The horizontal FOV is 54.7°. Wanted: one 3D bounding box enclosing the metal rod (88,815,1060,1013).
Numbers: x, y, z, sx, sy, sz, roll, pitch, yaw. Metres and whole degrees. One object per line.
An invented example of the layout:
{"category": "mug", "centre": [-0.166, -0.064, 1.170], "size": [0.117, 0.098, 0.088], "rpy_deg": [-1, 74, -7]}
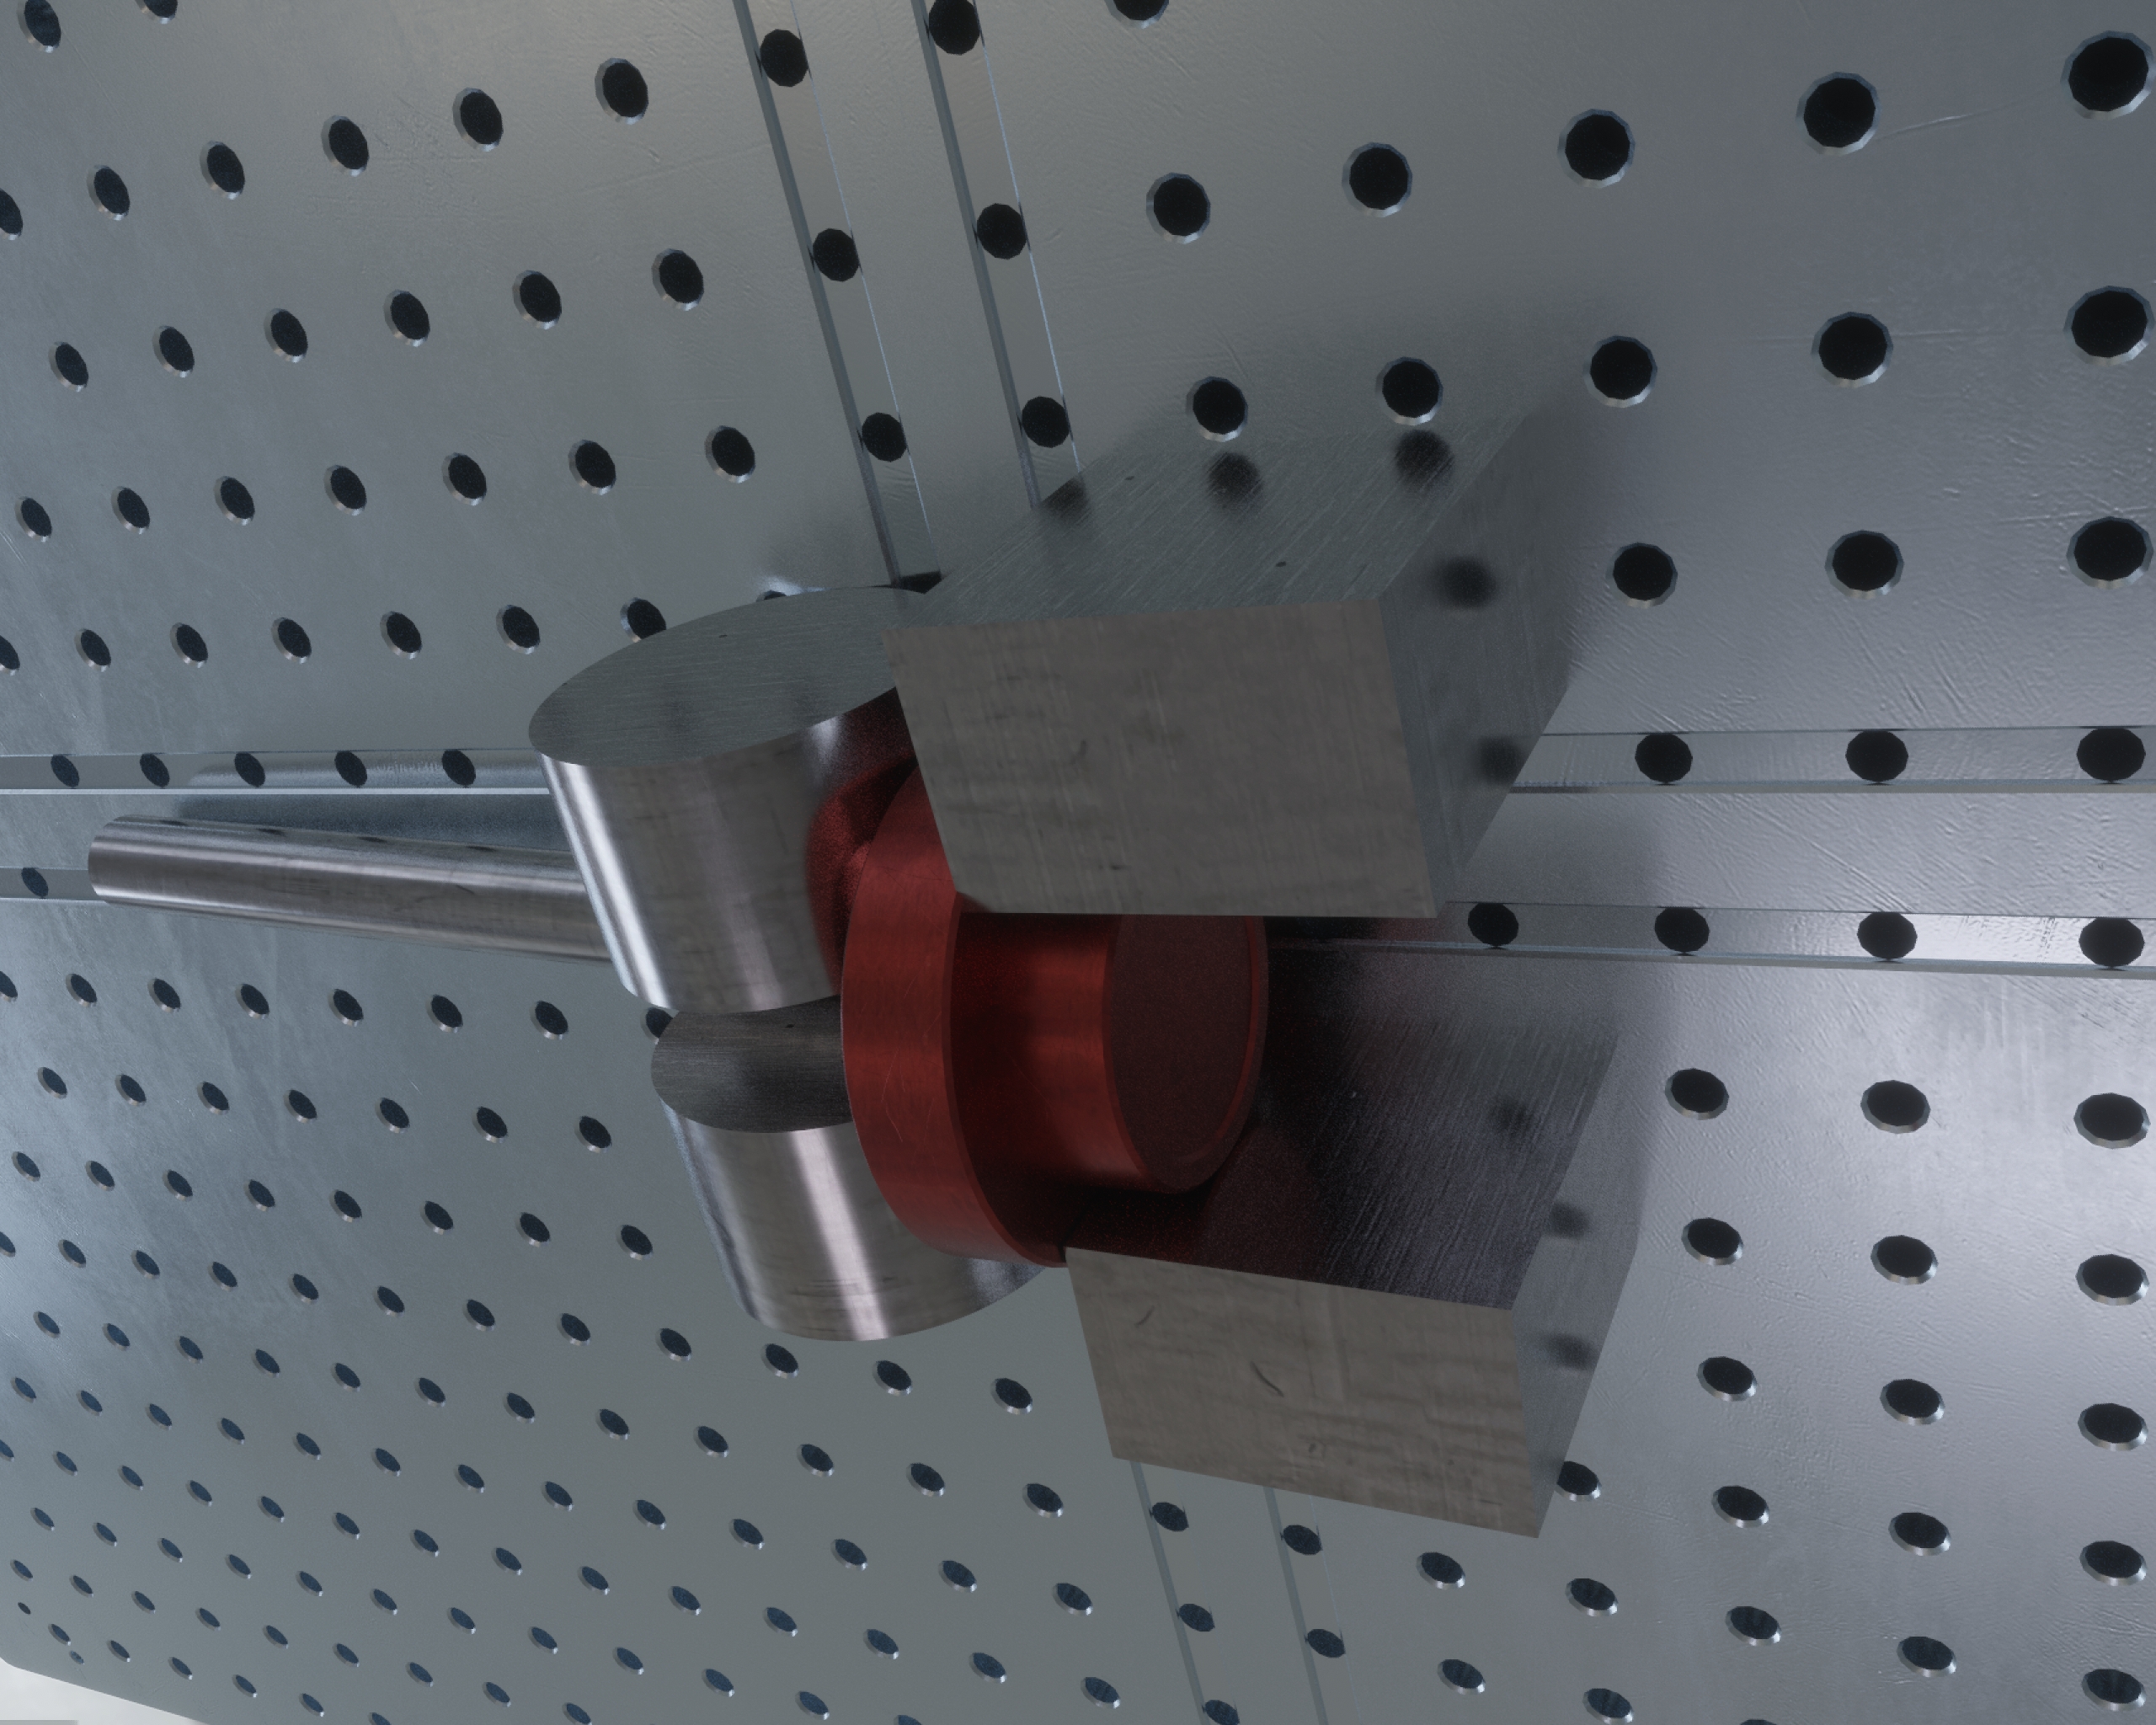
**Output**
{"category": "metal rod", "centre": [-0.115, 0.010, 0.463], "size": [0.300, 0.025, 0.025], "rpy_deg": [4, 121, 30]}

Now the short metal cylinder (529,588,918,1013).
{"category": "short metal cylinder", "centre": [-0.057, -0.014, 0.397], "size": [0.080, 0.080, 0.050], "rpy_deg": [1, 119, 28]}

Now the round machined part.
{"category": "round machined part", "centre": [0.002, 0.024, 0.377], "size": [0.042, 0.098, 0.097], "rpy_deg": [1, 119, 28]}

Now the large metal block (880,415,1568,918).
{"category": "large metal block", "centre": [0.028, -0.033, 0.342], "size": [0.080, 0.080, 0.050], "rpy_deg": [0, 118, 28]}

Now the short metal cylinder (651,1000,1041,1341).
{"category": "short metal cylinder", "centre": [-0.041, 0.052, 0.429], "size": [0.080, 0.080, 0.050], "rpy_deg": [2, 120, 27]}

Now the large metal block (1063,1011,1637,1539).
{"category": "large metal block", "centre": [0.055, 0.072, 0.392], "size": [0.080, 0.080, 0.050], "rpy_deg": [3, 120, 27]}
